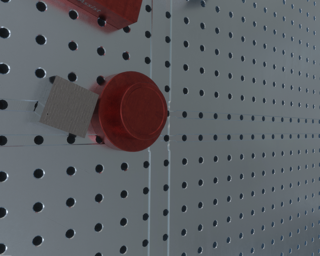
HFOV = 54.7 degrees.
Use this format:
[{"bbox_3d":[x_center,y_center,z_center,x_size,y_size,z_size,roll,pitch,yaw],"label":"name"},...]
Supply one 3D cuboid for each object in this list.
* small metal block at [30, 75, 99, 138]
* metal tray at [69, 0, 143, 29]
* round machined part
[{"bbox_3d":[-0.099,-0.021,0.326,0.050,0.025,0.050,25,75,-37],"label":"small metal block"},{"bbox_3d":[-0.076,-0.181,0.342,0.131,0.030,0.090,20,77,-38],"label":"metal tray"},{"bbox_3d":[-0.030,-0.020,0.373,0.099,0.042,0.097,0,90,-40],"label":"round machined part"}]
